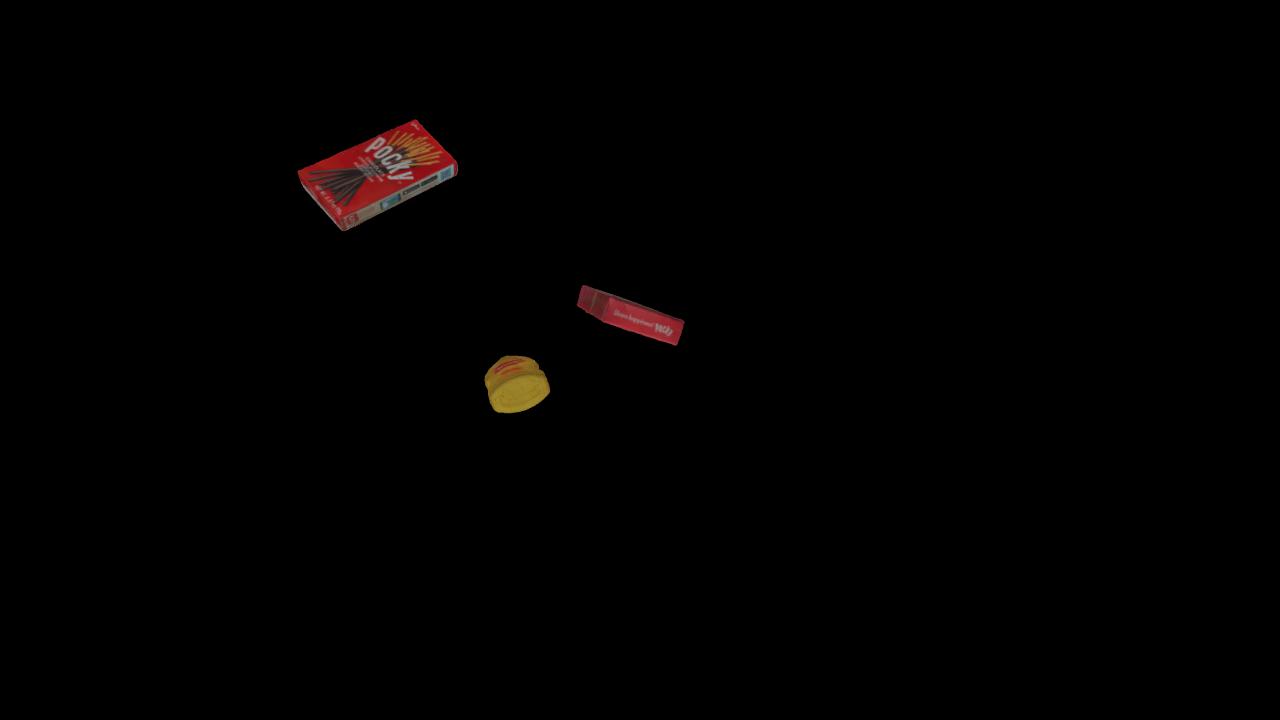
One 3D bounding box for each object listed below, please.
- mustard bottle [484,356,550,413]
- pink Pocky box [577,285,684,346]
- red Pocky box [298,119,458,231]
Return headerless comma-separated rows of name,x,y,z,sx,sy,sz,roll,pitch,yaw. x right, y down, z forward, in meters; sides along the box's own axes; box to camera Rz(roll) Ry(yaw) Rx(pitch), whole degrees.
mustard bottle,-0.203,0.030,0.986,0.092,0.054,0.184,-26,20,-11
pink Pocky box,-0.016,-0.052,0.678,0.084,0.029,0.155,17,6,-19
red Pocky box,-0.298,-0.216,0.708,0.155,0.083,0.028,-39,-14,-27
